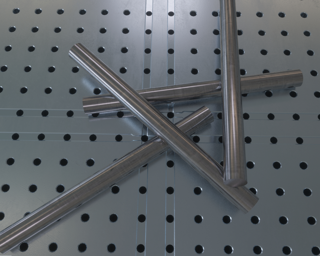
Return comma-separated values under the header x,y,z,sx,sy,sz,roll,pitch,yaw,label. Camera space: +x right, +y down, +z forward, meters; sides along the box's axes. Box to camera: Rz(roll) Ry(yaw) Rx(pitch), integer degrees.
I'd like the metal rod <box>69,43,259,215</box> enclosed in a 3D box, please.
x,y,z,sx,sy,sz,roll,pitch,yaw,label
-0.005,-0.008,0.387,0.300,0.025,0.025,42,75,13,metal rod

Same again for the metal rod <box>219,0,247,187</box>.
x,y,z,sx,sy,sz,roll,pitch,yaw,label
0.093,-0.070,0.410,0.025,0.025,0.300,4,60,2,metal rod

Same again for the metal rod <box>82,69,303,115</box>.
x,y,z,sx,sy,sz,roll,pitch,yaw,label
0.047,-0.051,0.430,0.302,0.025,0.025,-8,70,-3,metal rod

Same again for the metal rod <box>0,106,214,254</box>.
x,y,z,sx,sy,sz,roll,pitch,yaw,label
-0.061,0.058,0.390,0.301,0.025,0.025,-32,73,-11,metal rod
